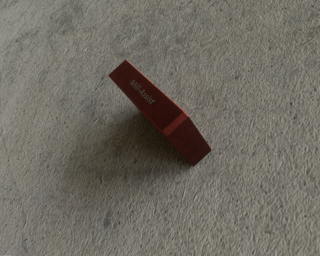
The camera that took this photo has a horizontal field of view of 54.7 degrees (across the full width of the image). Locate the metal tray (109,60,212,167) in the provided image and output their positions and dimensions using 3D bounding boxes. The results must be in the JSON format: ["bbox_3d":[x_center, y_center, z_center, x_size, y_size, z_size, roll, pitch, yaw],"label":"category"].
[{"bbox_3d":[-0.001,-0.019,0.375,0.030,0.090,0.130,-43,51,-1],"label":"metal tray"}]
